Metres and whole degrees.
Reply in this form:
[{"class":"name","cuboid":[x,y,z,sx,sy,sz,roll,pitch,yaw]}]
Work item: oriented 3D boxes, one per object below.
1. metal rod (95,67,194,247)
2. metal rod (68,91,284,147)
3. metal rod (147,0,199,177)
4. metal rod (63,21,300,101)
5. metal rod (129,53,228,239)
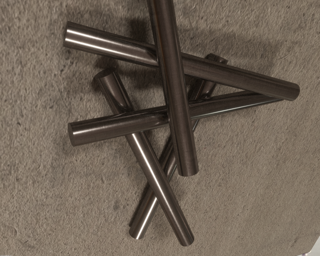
[{"class":"metal rod","cuboid":[-0.009,0.058,0.414,0.025,0.025,0.299,-29,121,-10]},{"class":"metal rod","cuboid":[0.042,-0.022,0.382,0.303,0.025,0.025,-12,124,-27]},{"class":"metal rod","cuboid":[0.007,-0.086,0.313,0.025,0.025,0.298,-18,112,-18]},{"class":"metal rod","cuboid":[0.045,-0.070,0.362,0.302,0.025,0.025,9,114,-24]},{"class":"metal rod","cuboid":[0.019,0.038,0.442,0.025,0.025,0.298,10,113,-33]}]
